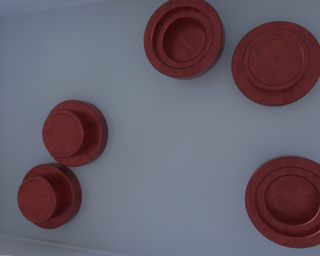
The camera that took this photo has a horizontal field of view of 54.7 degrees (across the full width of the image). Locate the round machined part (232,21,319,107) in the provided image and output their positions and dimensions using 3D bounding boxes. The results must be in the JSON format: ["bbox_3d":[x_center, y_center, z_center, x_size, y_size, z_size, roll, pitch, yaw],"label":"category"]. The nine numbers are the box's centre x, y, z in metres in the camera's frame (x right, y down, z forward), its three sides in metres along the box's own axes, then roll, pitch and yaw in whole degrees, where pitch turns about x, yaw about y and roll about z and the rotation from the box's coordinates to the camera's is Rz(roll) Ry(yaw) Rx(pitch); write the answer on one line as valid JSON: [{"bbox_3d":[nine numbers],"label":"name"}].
[{"bbox_3d":[0.132,-0.074,0.355,0.098,0.042,0.097,0,90,20],"label":"round machined part"}]

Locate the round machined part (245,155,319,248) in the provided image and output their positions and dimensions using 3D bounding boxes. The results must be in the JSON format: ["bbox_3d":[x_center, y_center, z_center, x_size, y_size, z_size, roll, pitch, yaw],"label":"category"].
[{"bbox_3d":[0.148,0.079,0.349,0.098,0.042,0.097,0,90,20],"label":"round machined part"}]

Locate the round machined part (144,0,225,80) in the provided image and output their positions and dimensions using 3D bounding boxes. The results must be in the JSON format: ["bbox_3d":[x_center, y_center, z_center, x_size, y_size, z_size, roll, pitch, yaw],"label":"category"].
[{"bbox_3d":[0.033,-0.109,0.390,0.098,0.042,0.097,0,90,20],"label":"round machined part"}]

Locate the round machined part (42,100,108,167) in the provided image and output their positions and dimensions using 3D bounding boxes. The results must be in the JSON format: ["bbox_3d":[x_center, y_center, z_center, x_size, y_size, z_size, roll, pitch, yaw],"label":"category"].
[{"bbox_3d":[-0.128,0.008,0.447,0.098,0.042,0.097,0,90,20],"label":"round machined part"}]

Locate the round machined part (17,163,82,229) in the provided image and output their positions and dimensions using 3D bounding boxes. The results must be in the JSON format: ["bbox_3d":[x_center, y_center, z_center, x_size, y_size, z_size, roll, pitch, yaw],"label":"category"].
[{"bbox_3d":[-0.171,0.102,0.462,0.098,0.042,0.097,0,90,20],"label":"round machined part"}]
